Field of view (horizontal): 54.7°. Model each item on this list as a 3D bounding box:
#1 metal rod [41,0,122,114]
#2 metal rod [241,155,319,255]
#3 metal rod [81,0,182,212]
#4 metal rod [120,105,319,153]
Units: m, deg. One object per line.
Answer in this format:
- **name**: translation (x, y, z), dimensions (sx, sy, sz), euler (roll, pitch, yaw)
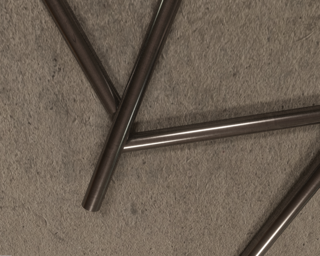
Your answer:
- **metal rod**: translation (-0.123, -0.150, 0.352), dimensions (0.025, 0.025, 0.299), euler (-25, 109, 8)
- **metal rod**: translation (0.191, 0.110, 0.443), dimensions (0.025, 0.025, 0.298), euler (24, 112, -9)
- **metal rod**: translation (-0.036, -0.031, 0.379), dimensions (0.025, 0.025, 0.298), euler (21, 102, -8)
- **metal rod**: translation (0.093, 0.000, 0.411), dimensions (0.302, 0.025, 0.025), euler (-9, 110, 2)
